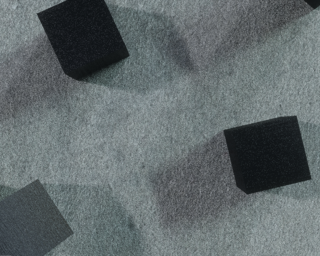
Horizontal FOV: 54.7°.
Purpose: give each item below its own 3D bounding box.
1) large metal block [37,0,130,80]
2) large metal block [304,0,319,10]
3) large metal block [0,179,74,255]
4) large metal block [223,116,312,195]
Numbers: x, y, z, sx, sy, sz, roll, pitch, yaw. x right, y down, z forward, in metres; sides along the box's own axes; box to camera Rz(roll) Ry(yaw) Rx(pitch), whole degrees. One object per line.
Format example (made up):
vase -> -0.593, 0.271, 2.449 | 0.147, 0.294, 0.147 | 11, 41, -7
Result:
large metal block -> -0.094, -0.118, 0.396 | 0.080, 0.050, 0.080 | -25, 90, -1
large metal block -> 0.199, -0.207, 0.385 | 0.080, 0.080, 0.050 | 41, 90, -1
large metal block -> -0.167, 0.121, 0.379 | 0.081, 0.050, 0.080 | -33, 91, -30
large metal block -> 0.135, 0.033, 0.399 | 0.080, 0.050, 0.080 | -13, 90, -1
